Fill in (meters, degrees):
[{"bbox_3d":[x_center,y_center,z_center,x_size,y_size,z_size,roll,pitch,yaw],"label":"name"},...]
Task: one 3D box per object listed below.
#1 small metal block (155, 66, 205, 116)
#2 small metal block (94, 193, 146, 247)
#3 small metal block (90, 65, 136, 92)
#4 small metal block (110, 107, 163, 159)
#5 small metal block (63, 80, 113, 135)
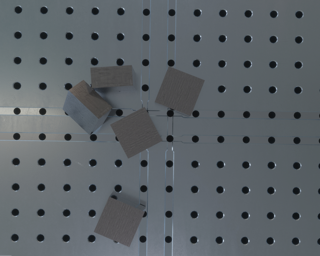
[{"bbox_3d":[0.026,-0.048,0.413,0.050,0.025,0.050,21,90,0],"label":"small metal block"},{"bbox_3d":[-0.053,0.121,0.413,0.050,0.025,0.050,23,90,0],"label":"small metal block"},{"bbox_3d":[-0.058,-0.062,0.400,0.050,0.050,0.025,-4,90,0],"label":"small metal block"},{"bbox_3d":[-0.031,0.006,0.413,0.050,0.025,0.050,-28,90,0],"label":"small metal block"},{"bbox_3d":[-0.094,-0.025,0.398,0.050,0.050,0.025,44,55,0],"label":"small metal block"}]
